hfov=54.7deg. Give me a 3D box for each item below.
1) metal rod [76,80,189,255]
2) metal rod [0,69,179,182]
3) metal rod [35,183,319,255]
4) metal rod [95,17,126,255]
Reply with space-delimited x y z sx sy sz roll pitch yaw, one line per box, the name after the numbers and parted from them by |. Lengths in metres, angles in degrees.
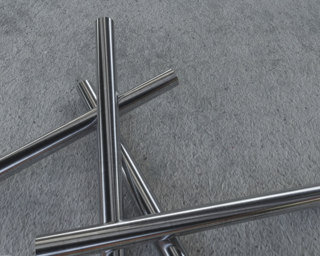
-0.041 0.042 0.366 0.025 0.025 0.300 -22 53 -17 | metal rod
-0.109 0.006 0.371 0.302 0.025 0.025 -30 56 -14 | metal rod
0.042 0.088 0.302 0.302 0.025 0.025 -6 50 -16 | metal rod
-0.058 0.001 0.347 0.025 0.025 0.299 -4 67 -4 | metal rod
